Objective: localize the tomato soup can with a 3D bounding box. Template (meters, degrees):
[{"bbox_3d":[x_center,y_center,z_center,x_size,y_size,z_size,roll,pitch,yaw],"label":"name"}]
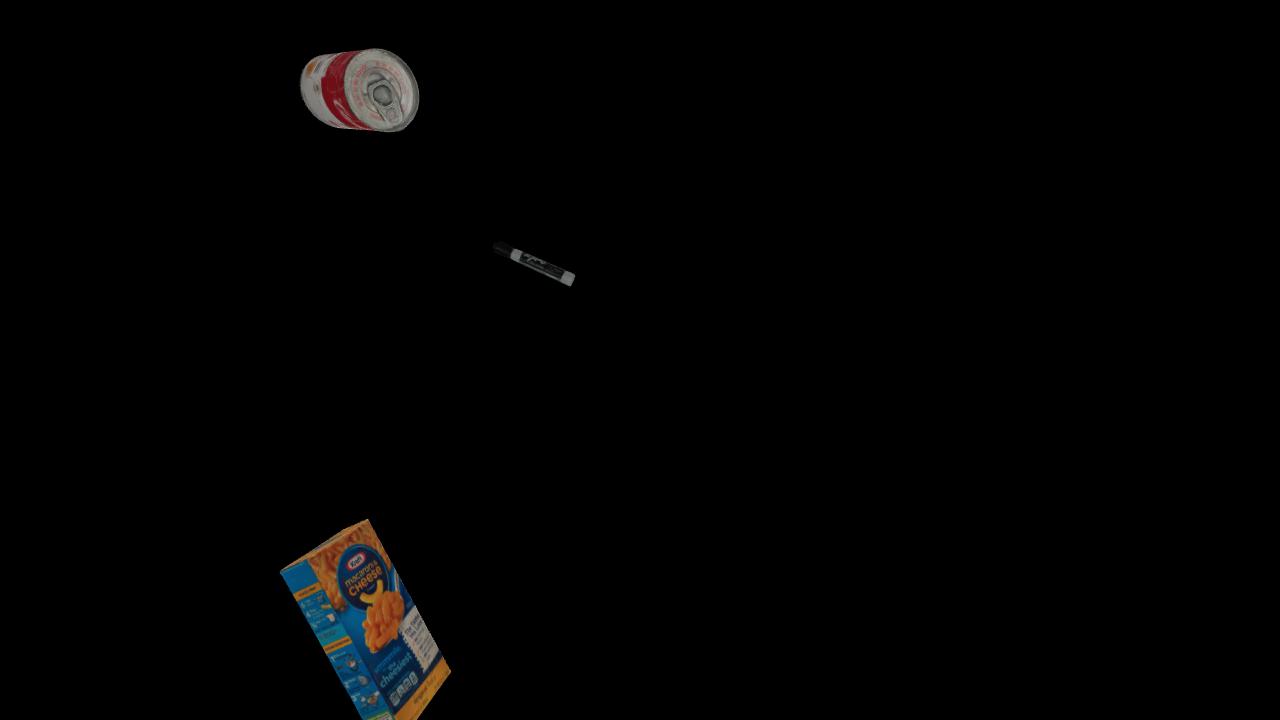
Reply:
[{"bbox_3d":[-0.259,-0.246,0.562,0.101,0.068,0.068,20,13,38],"label":"tomato soup can"}]

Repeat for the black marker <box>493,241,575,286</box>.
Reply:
[{"bbox_3d":[-0.150,-0.136,0.864,0.121,0.020,0.020,24,-1,-2],"label":"black marker"}]

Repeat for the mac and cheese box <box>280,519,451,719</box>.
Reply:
[{"bbox_3d":[-0.259,0.257,0.594,0.041,0.184,0.093,-26,3,14],"label":"mac and cheese box"}]
